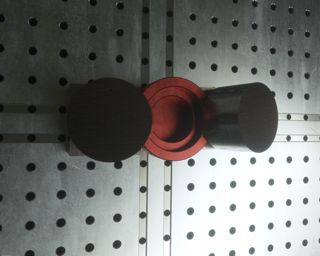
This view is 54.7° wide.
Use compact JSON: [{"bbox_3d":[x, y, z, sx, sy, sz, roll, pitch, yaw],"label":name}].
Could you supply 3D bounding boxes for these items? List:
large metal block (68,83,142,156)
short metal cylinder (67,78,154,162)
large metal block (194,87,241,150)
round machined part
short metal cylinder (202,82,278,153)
[{"bbox_3d":[-0.068,-0.009,0.374,0.081,0.050,0.080,1,90,-20],"label":"large metal block"},{"bbox_3d":[-0.047,-0.008,0.315,0.080,0.050,0.079,0,91,1],"label":"short metal cylinder"},{"bbox_3d":[0.073,-0.013,0.426,0.081,0.050,0.080,-1,91,-20],"label":"large metal block"},{"bbox_3d":[0.011,-0.011,0.376,0.099,0.042,0.097,0,90,-20],"label":"round machined part"},{"bbox_3d":[0.096,-0.012,0.368,0.081,0.050,0.080,0,90,-40],"label":"short metal cylinder"}]
